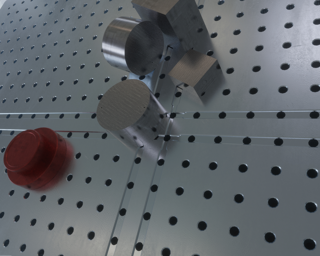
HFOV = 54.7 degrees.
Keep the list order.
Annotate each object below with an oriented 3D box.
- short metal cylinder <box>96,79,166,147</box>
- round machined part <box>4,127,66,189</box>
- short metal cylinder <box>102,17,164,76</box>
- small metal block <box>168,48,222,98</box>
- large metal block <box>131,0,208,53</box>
[{"bbox_3d":[-0.039,-0.020,0.425,0.080,0.050,0.080,-13,56,21],"label":"short metal cylinder"},{"bbox_3d":[-0.198,0.041,0.476,0.098,0.042,0.098,-13,56,21],"label":"round machined part"},{"bbox_3d":[-0.040,-0.125,0.470,0.050,0.080,0.080,25,75,37],"label":"short metal cylinder"},{"bbox_3d":[0.048,-0.077,0.430,0.050,0.025,0.050,34,81,38],"label":"small metal block"},{"bbox_3d":[0.015,-0.168,0.468,0.050,0.080,0.080,-49,51,-6],"label":"large metal block"}]
